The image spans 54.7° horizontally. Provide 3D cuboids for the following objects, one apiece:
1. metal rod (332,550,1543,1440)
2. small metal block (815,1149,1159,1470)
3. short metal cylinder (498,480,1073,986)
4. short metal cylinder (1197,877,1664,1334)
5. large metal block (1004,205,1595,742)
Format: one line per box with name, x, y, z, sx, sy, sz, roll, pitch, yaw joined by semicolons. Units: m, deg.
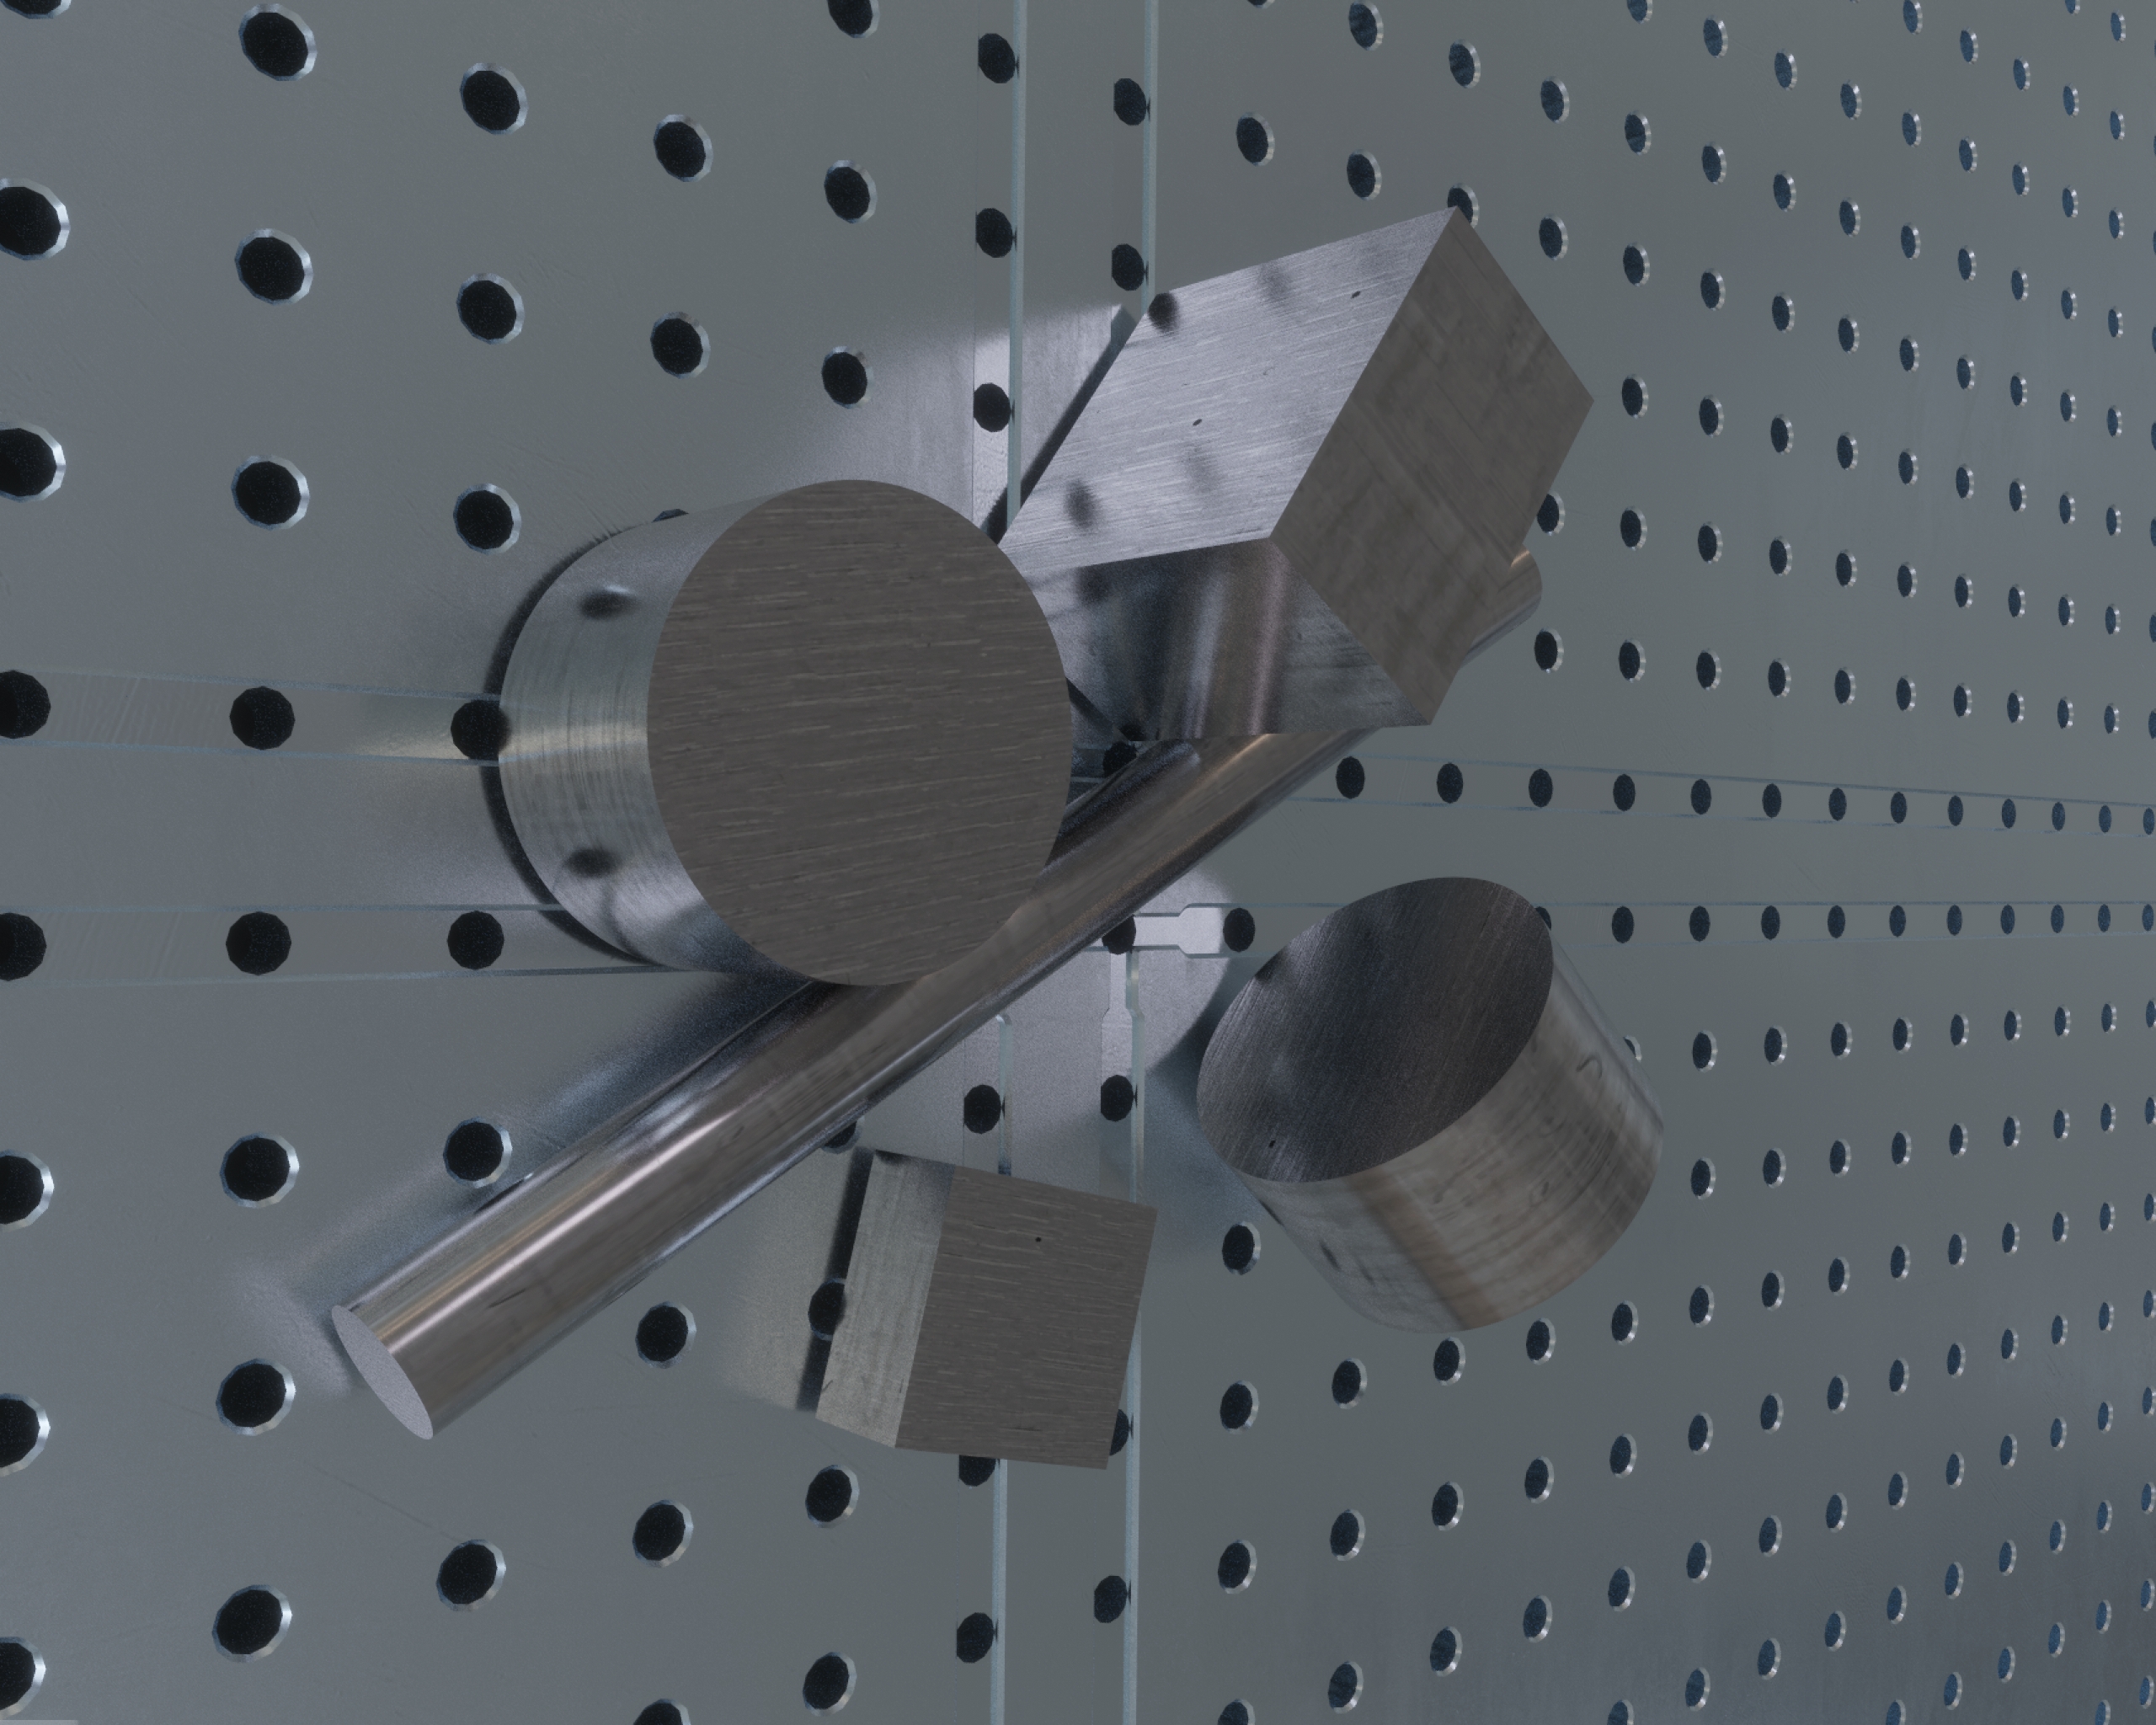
metal rod;-0.004;0.005;0.402;0.302;0.025;0.025;-35;112;-34
small metal block;-0.016;0.084;0.391;0.050;0.025;0.050;19;78;-38
short metal cylinder;-0.048;-0.021;0.348;0.081;0.050;0.079;0;90;-40
short metal cylinder;0.072;0.049;0.430;0.050;0.080;0.080;51;60;-28
large metal block;0.039;-0.071;0.402;0.050;0.080;0.080;44;64;-32
